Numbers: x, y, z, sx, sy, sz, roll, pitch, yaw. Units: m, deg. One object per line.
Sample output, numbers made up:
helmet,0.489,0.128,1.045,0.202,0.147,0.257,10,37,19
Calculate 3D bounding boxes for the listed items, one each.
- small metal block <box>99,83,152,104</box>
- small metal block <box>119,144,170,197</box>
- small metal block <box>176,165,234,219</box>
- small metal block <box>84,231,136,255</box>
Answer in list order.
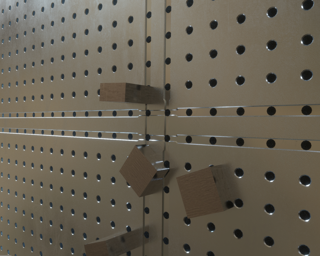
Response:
small metal block,-0.048,-0.048,0.430,0.050,0.050,0.025,6,94,39
small metal block,-0.023,0.058,0.426,0.050,0.025,0.050,47,117,29
small metal block,0.052,0.075,0.365,0.050,0.025,0.050,-25,74,37
small metal block,-0.073,0.173,0.451,0.050,0.050,0.025,-25,74,37
